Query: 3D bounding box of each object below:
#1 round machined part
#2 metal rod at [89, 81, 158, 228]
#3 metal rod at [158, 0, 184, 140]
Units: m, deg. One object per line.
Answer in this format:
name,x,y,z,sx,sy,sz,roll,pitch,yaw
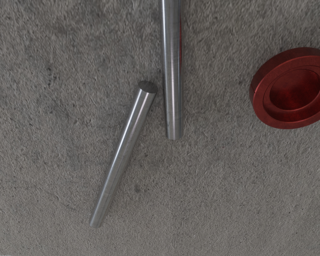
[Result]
round machined part,0.152,-0.049,0.356,0.099,0.042,0.097,0,130,0
metal rod,-0.063,0.059,0.456,0.025,0.025,0.298,15,129,-13
metal rod,0.012,-0.106,0.316,0.025,0.025,0.298,-2,130,2
